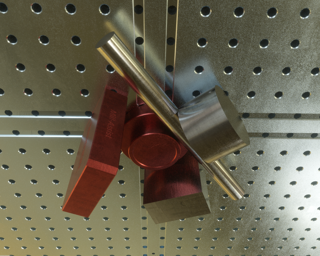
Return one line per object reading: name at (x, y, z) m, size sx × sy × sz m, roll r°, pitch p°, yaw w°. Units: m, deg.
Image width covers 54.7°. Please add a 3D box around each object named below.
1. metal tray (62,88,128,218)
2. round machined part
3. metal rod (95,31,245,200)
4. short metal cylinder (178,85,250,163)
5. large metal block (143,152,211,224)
metal tray at (-0.074, 0.025, 0.364) m, size 0.030 × 0.130 × 0.089 m, roll 22°, pitch 127°, yaw -18°
round machined part at (-0.007, 0.019, 0.416) m, size 0.099 × 0.042 × 0.097 m, roll -1°, pitch 130°, yaw 0°
metal rod at (0.031, 0.005, 0.389) m, size 0.025 × 0.025 × 0.300 m, roll -28°, pitch 125°, yaw 21°
short metal cylinder at (0.065, -0.004, 0.371) m, size 0.050 × 0.080 × 0.080 m, roll -30°, pitch 124°, yaw 22°
large metal block at (0.024, 0.083, 0.447) m, size 0.080 × 0.080 × 0.050 m, roll -15°, pitch 129°, yaw 12°
